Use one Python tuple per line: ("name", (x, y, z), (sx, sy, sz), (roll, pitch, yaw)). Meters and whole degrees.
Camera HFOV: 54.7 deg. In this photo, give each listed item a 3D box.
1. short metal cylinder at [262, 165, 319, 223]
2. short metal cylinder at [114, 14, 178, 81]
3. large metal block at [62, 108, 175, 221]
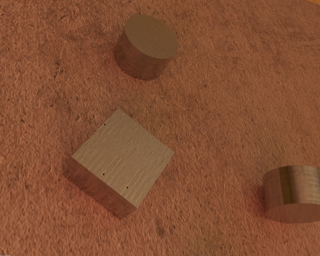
("short metal cylinder", (0.180, 0.090, 0.411), (0.081, 0.080, 0.050), (18, 55, -18))
("short metal cylinder", (-0.021, -0.116, 0.447), (0.081, 0.050, 0.080), (14, 56, -21))
("large metal block", (-0.044, 0.039, 0.340), (0.080, 0.050, 0.080), (39, 51, -2))
